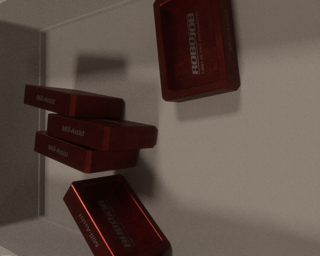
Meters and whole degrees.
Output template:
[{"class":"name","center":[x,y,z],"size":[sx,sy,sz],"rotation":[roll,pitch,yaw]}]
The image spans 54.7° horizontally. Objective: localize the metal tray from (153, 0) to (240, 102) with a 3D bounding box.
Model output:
[{"class":"metal tray","center":[0.041,-0.101,0.368],"size":[0.090,0.030,0.129],"rotation":[-9,84,39]}]

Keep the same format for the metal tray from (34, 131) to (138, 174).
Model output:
[{"class":"metal tray","center":[-0.108,0.030,0.451],"size":[0.130,0.091,0.030],"rotation":[13,99,39]}]

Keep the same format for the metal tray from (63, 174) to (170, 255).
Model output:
[{"class":"metal tray","center":[-0.058,0.123,0.409],"size":[0.130,0.091,0.030],"rotation":[49,119,28]}]

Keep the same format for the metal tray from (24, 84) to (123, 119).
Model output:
[{"class":"metal tray","center":[-0.132,-0.041,0.470],"size":[0.130,0.091,0.030],"rotation":[14,99,39]}]

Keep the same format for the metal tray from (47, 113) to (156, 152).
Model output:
[{"class":"metal tray","center":[-0.083,0.003,0.429],"size":[0.130,0.091,0.030],"rotation":[11,97,39]}]
